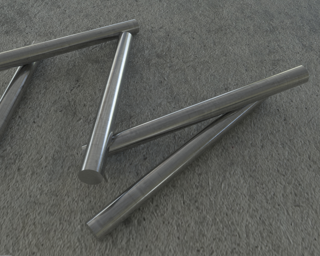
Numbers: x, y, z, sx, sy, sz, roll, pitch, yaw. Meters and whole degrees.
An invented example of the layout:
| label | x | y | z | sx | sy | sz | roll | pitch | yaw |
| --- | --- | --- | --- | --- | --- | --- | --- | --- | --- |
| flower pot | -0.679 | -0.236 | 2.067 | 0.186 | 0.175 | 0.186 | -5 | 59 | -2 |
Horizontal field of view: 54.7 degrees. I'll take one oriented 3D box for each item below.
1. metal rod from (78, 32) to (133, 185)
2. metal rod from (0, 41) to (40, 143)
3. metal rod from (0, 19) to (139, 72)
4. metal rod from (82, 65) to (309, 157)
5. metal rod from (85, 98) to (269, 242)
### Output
| label | x | y | z | sx | sy | sz | roll | pitch | yaw |
| --- | --- | --- | --- | --- | --- | --- | --- | --- | --- |
| metal rod | -0.064 | -0.052 | 0.422 | 0.025 | 0.025 | 0.300 | 2 | 43 | 1 |
| metal rod | -0.211 | -0.020 | 0.418 | 0.025 | 0.025 | 0.300 | 3 | 50 | 2 |
| metal rod | -0.162 | -0.125 | 0.482 | 0.302 | 0.025 | 0.025 | -26 | 55 | -30 |
| metal rod | 0.050 | -0.020 | 0.394 | 0.302 | 0.025 | 0.025 | -20 | 53 | -7 |
| metal rod | 0.040 | 0.026 | 0.381 | 0.302 | 0.025 | 0.025 | -36 | 59 | -27 |
